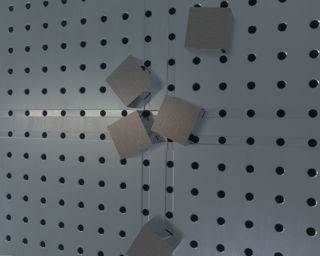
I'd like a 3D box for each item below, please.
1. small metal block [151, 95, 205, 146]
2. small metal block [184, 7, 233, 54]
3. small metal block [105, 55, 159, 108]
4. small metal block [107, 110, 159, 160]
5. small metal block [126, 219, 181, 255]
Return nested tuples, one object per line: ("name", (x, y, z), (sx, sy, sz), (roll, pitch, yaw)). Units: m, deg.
("small metal block", (0.023, -0.010, 0.405), (0.050, 0.025, 0.050), (25, 98, 18))
("small metal block", (0.061, -0.123, 0.391), (0.050, 0.025, 0.050), (9, 93, 19))
("small metal block", (-0.038, -0.063, 0.427), (0.050, 0.025, 0.050), (-42, 77, 15))
("small metal block", (-0.037, 0.009, 0.426), (0.050, 0.025, 0.050), (-28, 81, 18))
("small metal block", (-0.009, 0.161, 0.416), (0.050, 0.025, 0.050), (34, 101, 16))
